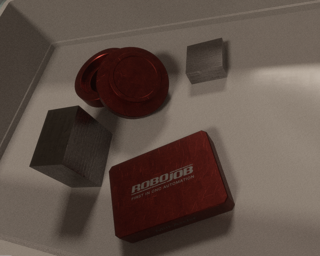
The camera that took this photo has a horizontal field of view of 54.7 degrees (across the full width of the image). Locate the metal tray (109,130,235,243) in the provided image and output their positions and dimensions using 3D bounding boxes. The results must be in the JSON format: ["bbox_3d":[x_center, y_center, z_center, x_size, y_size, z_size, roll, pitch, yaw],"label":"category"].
[{"bbox_3d":[0.008,0.067,0.356,0.130,0.030,0.090,-23,53,14],"label":"metal tray"}]

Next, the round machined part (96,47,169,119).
[{"bbox_3d":[-0.035,-0.063,0.416,0.099,0.042,0.097,2,82,-12],"label":"round machined part"}]

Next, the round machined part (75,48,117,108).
[{"bbox_3d":[-0.079,-0.073,0.479,0.098,0.042,0.098,-13,56,20],"label":"round machined part"}]

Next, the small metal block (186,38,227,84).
[{"bbox_3d":[0.064,-0.092,0.427,0.050,0.025,0.050,-8,58,23],"label":"small metal block"}]

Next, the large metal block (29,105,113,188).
[{"bbox_3d":[-0.113,0.028,0.411,0.050,0.080,0.080,-7,59,24],"label":"large metal block"}]
